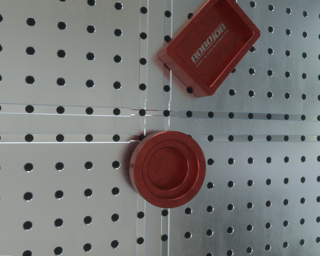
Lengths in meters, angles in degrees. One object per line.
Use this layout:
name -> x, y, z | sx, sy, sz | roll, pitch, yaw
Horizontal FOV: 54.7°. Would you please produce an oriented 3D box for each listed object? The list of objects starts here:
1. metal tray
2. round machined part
metal tray -> 0.072, -0.119, 0.437 | 0.090, 0.030, 0.130 | 44, 76, -15
round machined part -> 0.007, 0.052, 0.407 | 0.099, 0.042, 0.097 | 0, 90, -21
